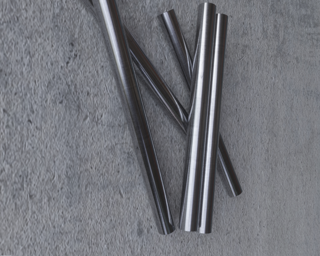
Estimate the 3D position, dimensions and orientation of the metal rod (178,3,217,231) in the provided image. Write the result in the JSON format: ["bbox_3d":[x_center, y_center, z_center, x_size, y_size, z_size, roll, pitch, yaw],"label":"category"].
[{"bbox_3d":[0.051,-0.018,0.412,0.025,0.025,0.298,9,84,-40],"label":"metal rod"}]

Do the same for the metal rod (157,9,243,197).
[{"bbox_3d":[0.065,-0.024,0.458,0.025,0.025,0.299,-38,113,-34],"label":"metal rod"}]

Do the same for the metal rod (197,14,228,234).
[{"bbox_3d":[0.071,-0.009,0.429,0.025,0.025,0.298,8,85,-40],"label":"metal rod"}]

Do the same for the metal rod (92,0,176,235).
[{"bbox_3d":[-0.025,-0.004,0.366,0.025,0.025,0.298,-28,113,-36],"label":"metal rod"}]

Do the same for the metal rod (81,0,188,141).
[{"bbox_3d":[-0.013,-0.065,0.393,0.300,0.025,0.025,52,60,-27],"label":"metal rod"}]
